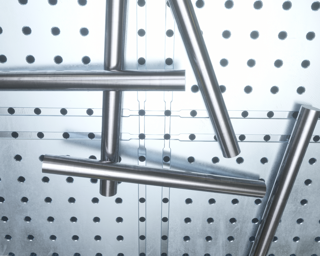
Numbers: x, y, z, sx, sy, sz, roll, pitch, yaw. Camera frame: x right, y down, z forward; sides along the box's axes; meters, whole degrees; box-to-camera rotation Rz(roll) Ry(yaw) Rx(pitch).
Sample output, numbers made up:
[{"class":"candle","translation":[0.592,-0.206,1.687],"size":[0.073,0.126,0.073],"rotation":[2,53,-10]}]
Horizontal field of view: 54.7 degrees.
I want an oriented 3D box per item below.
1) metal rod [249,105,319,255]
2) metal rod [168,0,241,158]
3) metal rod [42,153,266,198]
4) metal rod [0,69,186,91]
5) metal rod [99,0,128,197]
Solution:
[{"class":"metal rod","translation":[0.172,0.111,0.456],"size":[0.025,0.025,0.298],"rotation":[9,110,-4]},{"class":"metal rod","translation":[0.045,-0.095,0.378],"size":[0.025,0.025,0.299],"rotation":[-20,109,7]},{"class":"metal rod","translation":[0.001,0.066,0.419],"size":[0.302,0.025,0.025],"rotation":[9,110,-11]},{"class":"metal rod","translation":[-0.121,-0.056,0.371],"size":[0.302,0.025,0.025],"rotation":[1,110,7]},{"class":"metal rod","translation":[-0.060,-0.047,0.395],"size":[0.025,0.025,0.298],"rotation":[5,110,-2]}]
